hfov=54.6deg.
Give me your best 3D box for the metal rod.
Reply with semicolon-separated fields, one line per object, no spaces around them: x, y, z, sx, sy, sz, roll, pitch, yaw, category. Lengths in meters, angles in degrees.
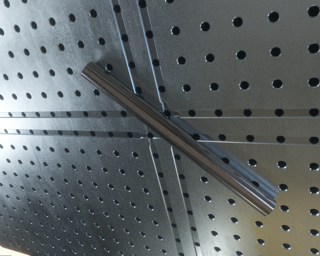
0.022;0.012;0.407;0.300;0.025;0.025;37;129;3;metal rod
